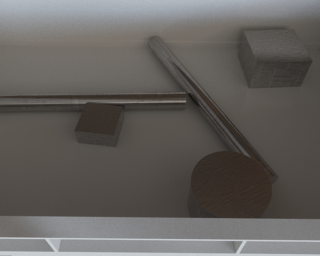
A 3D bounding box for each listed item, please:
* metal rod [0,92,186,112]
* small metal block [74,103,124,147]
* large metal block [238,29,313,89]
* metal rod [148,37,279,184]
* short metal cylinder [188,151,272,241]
[{"bbox_3d":[-0.115,-0.036,0.434,0.302,0.025,0.025,-1,50,-2],"label":"metal rod"},{"bbox_3d":[-0.078,-0.005,0.408,0.050,0.025,0.050,7,50,5],"label":"small metal block"},{"bbox_3d":[0.174,-0.108,0.482,0.081,0.050,0.080,-2,50,-3],"label":"large metal block"},{"bbox_3d":[0.058,-0.041,0.439,0.025,0.025,0.300,-21,53,-17],"label":"metal rod"},{"bbox_3d":[0.071,0.071,0.330,0.081,0.050,0.080,0,50,0],"label":"short metal cylinder"}]
